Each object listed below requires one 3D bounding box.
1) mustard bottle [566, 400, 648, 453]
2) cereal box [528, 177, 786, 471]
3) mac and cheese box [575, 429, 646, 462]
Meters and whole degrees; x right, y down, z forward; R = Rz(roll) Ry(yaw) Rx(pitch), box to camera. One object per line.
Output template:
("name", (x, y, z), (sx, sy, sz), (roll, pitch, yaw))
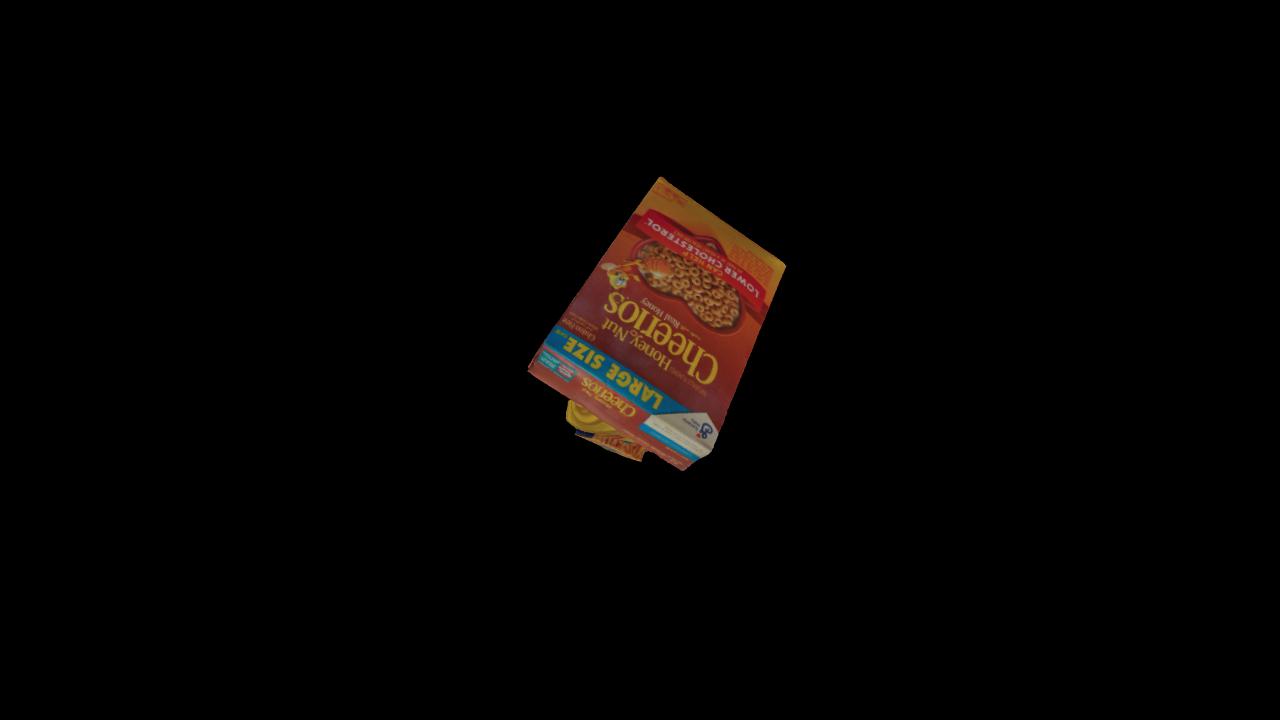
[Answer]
("mustard bottle", (-0.040, 0.069, 0.727), (0.092, 0.054, 0.184), (12, -16, 17))
("cereal box", (0.035, -0.053, 0.711), (0.203, 0.306, 0.081), (34, -37, -6))
("mac and cheese box", (-0.004, 0.023, 0.755), (0.041, 0.184, 0.093), (10, -16, 44))
